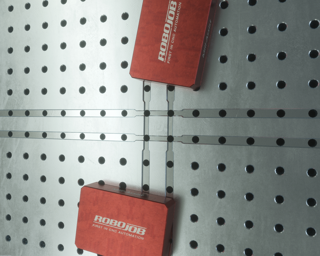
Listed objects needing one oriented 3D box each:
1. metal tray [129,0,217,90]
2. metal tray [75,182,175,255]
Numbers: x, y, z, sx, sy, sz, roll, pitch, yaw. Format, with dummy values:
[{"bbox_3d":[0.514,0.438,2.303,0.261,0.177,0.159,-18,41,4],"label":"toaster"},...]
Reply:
[{"bbox_3d":[0.017,-0.121,0.404,0.090,0.030,0.129,13,94,19],"label":"metal tray"},{"bbox_3d":[-0.050,0.132,0.428,0.130,0.030,0.090,8,93,19],"label":"metal tray"}]
